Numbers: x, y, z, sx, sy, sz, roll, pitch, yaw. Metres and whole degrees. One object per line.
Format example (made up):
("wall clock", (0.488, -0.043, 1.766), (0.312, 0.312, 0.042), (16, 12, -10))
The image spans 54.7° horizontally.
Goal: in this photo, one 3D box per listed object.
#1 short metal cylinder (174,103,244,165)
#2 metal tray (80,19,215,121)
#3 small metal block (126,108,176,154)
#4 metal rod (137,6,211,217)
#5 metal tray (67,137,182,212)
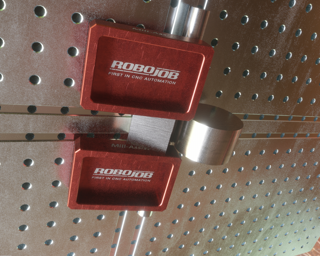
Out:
("short metal cylinder", (0.063, 0.006, 0.410), (0.081, 0.080, 0.050), (0, 119, -29))
("metal tray", (-0.016, -0.060, 0.340), (0.131, 0.030, 0.089), (6, 116, -18))
("small metal block", (-0.010, -0.001, 0.386), (0.050, 0.025, 0.050), (15, 114, -1))
("metal rod", (0.011, -0.004, 0.410), (0.025, 0.025, 0.298), (0, 118, -29))
("metal tray", (-0.047, 0.062, 0.399), (0.131, 0.030, 0.089), (6, 116, -18))
